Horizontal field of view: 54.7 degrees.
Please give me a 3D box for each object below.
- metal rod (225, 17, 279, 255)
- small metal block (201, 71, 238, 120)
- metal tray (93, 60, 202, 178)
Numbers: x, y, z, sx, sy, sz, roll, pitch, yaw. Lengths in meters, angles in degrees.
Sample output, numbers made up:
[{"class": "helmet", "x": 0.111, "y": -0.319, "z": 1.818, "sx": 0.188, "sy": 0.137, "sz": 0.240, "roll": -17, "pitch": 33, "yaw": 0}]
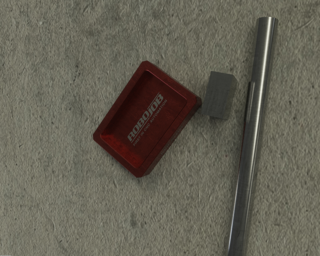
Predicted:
[{"class": "metal rod", "x": 0.108, "y": 0.021, "z": 0.370, "sx": 0.025, "sy": 0.025, "sz": 0.298, "roll": 8, "pitch": 93, "yaw": 19}, {"class": "small metal block", "x": 0.072, "y": -0.037, "z": 0.370, "sx": 0.025, "sy": 0.050, "sz": 0.050, "roll": 14, "pitch": 95, "yaw": 19}, {"class": "metal tray", "x": -0.019, "y": -0.011, "z": 0.411, "sx": 0.090, "sy": 0.030, "sz": 0.129, "roll": 39, "pitch": 102, "yaw": 15}]
